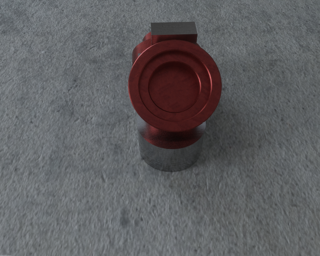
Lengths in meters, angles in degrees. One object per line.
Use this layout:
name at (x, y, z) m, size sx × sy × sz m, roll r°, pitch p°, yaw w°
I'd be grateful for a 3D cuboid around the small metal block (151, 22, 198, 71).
small metal block at (0.015, -0.095, 0.364) m, size 0.050 × 0.050 × 0.025 m, roll -2°, pitch 50°, yaw -2°

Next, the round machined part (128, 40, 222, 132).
round machined part at (0.016, -0.044, 0.345) m, size 0.099 × 0.042 × 0.097 m, roll 0°, pitch 88°, yaw -2°

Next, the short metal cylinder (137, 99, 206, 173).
short metal cylinder at (0.013, 0.008, 0.383) m, size 0.081 × 0.050 × 0.080 m, roll 0°, pitch 50°, yaw 0°

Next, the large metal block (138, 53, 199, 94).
large metal block at (0.013, -0.052, 0.412) m, size 0.081 × 0.080 × 0.050 m, roll -2°, pitch 50°, yaw -2°

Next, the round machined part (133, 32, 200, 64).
round machined part at (0.010, -0.106, 0.441) m, size 0.099 × 0.098 × 0.042 m, roll -2°, pitch 75°, yaw -2°
